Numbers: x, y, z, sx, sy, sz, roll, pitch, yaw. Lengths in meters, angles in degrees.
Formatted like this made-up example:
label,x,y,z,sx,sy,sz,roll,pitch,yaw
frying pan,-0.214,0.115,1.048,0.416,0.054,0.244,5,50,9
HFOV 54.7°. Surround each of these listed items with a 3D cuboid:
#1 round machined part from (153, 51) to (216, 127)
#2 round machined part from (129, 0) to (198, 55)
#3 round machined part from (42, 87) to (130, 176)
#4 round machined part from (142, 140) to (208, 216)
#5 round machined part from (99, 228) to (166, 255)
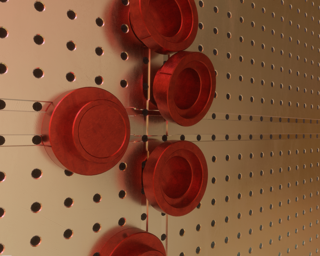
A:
label,x,y,z,sx,sy,sz,roll,pitch,yaw
round machined part,0.029,-0.054,0.414,0.099,0.042,0.097,-18,116,-42
round machined part,0.001,-0.143,0.399,0.099,0.042,0.097,1,88,-40
round machined part,-0.072,0.003,0.339,0.099,0.042,0.097,0,90,-40
round machined part,0.016,0.064,0.414,0.099,0.042,0.097,0,90,-40
round machined part,-0.028,0.177,0.377,0.099,0.042,0.097,0,90,-40
